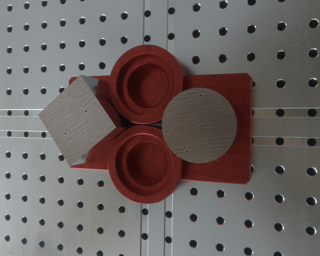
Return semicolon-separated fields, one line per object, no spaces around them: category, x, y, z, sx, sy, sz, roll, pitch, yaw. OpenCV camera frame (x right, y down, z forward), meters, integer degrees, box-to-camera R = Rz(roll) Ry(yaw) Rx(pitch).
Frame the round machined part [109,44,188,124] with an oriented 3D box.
round machined part;-0.012;-0.054;0.398;0.098;0.042;0.097;0;90;20

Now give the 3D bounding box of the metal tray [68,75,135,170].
metal tray;-0.083;-0.007;0.439;0.090;0.030;0.129;1;90;18

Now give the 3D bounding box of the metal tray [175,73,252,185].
metal tray;0.067;0.000;0.384;0.090;0.030;0.129;1;90;19

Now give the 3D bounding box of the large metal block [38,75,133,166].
large metal block;-0.095;-0.009;0.400;0.080;0.050;0.080;-38;78;16

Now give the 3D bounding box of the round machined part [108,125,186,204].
round machined part;-0.014;0.045;0.398;0.098;0.042;0.097;0;90;20

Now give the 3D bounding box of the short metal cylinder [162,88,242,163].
short metal cylinder;0.048;-0.003;0.349;0.080;0.050;0.079;0;90;20
